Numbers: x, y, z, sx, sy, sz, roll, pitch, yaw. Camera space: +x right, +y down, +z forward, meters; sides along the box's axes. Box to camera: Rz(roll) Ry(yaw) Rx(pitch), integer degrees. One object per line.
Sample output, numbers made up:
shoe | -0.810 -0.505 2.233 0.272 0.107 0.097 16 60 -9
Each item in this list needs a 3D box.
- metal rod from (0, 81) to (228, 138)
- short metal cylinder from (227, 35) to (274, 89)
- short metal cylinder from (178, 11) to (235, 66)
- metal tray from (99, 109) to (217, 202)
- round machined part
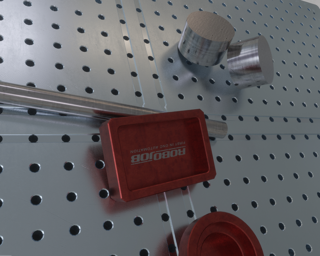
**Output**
metal rod | -0.045 -0.018 0.394 0.302 0.025 0.025 9 58 -24
short metal cylinder | 0.152 -0.108 0.517 0.080 0.050 0.080 15 71 -52
short metal cylinder | 0.076 -0.148 0.512 0.081 0.050 0.080 8 51 -10
metal tray | 0.001 0.029 0.369 0.131 0.030 0.090 -8 84 -31
round machined part | 0.063 0.146 0.342 0.099 0.042 0.098 14 56 -21
